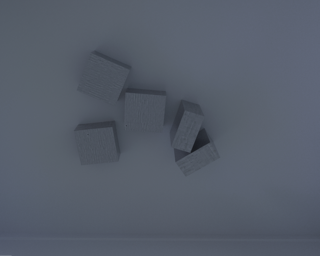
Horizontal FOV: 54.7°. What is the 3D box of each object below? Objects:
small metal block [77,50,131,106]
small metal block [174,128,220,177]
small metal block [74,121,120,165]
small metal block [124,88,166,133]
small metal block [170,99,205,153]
[{"bbox_3d":[-0.069,-0.062,0.387,0.050,0.025,0.050,23,108,-9],"label":"small metal block"},{"bbox_3d":[0.047,0.031,0.410,0.050,0.050,0.025,-31,107,10],"label":"small metal block"},{"bbox_3d":[-0.083,0.020,0.418,0.050,0.025,0.050,-6,110,1],"label":"small metal block"},{"bbox_3d":[-0.020,-0.023,0.403,0.050,0.025,0.050,4,110,-2],"label":"small metal block"},{"bbox_3d":[0.033,-0.004,0.397,0.025,0.050,0.050,17,109,-7],"label":"small metal block"}]
